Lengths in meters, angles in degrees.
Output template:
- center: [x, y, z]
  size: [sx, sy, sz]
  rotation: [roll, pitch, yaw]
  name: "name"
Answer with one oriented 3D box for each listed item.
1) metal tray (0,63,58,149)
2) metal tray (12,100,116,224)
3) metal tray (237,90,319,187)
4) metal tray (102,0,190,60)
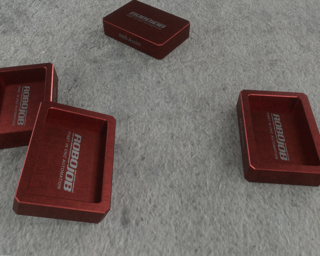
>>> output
- center: [-0.191, -0.034, 0.425]
  size: [0.091, 0.030, 0.130]
  rotation: [-8, 51, -7]
  name: "metal tray"
- center: [-0.100, 0.035, 0.346]
  size: [0.091, 0.030, 0.130]
  rotation: [13, 48, -19]
  name: "metal tray"
- center: [0.150, 0.008, 0.395]
  size: [0.091, 0.030, 0.130]
  rotation: [4, 50, 2]
  name: "metal tray"
- center: [-0.024, -0.177, 0.549]
  size: [0.130, 0.030, 0.090]
  rotation: [30, 56, 22]
  name: "metal tray"
